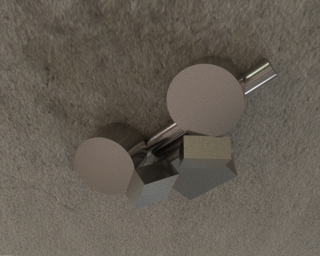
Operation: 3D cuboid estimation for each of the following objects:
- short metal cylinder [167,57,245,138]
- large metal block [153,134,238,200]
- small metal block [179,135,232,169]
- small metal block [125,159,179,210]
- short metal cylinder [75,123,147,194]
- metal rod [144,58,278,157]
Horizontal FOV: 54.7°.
[{"bbox_3d":[0.053,-0.036,0.343,0.080,0.050,0.079,6,112,14],"label":"short metal cylinder"},{"bbox_3d":[0.047,0.046,0.430,0.080,0.050,0.080,-34,123,25],"label":"large metal block"},{"bbox_3d":[0.049,0.028,0.352,0.050,0.025,0.050,2,161,-2],"label":"small metal block"},{"bbox_3d":[-0.010,0.070,0.387,0.050,0.025,0.050,-12,139,-34],"label":"small metal block"},{"bbox_3d":[-0.063,0.039,0.407,0.080,0.050,0.079,6,112,14],"label":"short metal cylinder"},{"bbox_3d":[0.014,0.006,0.413,0.299,0.025,0.025,-34,123,25],"label":"metal rod"}]
